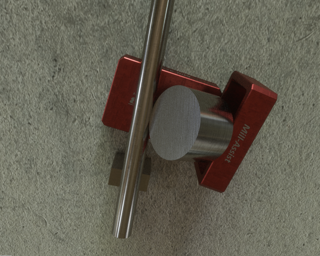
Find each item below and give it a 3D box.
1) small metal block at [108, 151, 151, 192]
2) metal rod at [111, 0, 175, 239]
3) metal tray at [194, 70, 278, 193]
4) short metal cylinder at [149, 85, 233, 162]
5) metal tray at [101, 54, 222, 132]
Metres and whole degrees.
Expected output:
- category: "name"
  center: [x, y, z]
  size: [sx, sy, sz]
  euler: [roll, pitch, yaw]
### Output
- category: "small metal block"
  center: [-0.040, 0.058, 0.418]
  size: [0.050, 0.050, 0.025]
  euler: [12, 110, -5]
- category: "metal rod"
  center: [-0.021, -0.010, 0.365]
  size: [0.025, 0.025, 0.298]
  euler: [10, 101, -4]
- category: "metal tray"
  center: [0.084, 0.002, 0.378]
  size: [0.030, 0.090, 0.129]
  euler: [22, 109, -8]
- category: "short metal cylinder"
  center: [0.033, -0.003, 0.342]
  size: [0.050, 0.080, 0.079]
  euler: [9, 114, -39]
- category: "metal tray"
  center: [0.001, -0.031, 0.396]
  size: [0.131, 0.030, 0.089]
  euler: [17, 109, -7]
